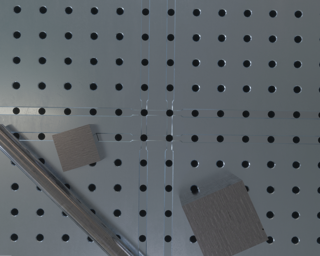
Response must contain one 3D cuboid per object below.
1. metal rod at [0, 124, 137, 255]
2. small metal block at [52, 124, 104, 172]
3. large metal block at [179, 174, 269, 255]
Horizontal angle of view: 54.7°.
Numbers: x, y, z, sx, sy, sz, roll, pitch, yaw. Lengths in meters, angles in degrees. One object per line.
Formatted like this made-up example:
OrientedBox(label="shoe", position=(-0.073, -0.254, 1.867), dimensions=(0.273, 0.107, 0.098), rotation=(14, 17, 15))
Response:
OrientedBox(label="metal rod", position=(-0.112, 0.109, 0.412), dimensions=(0.300, 0.025, 0.025), rotation=(45, 90, 0))
OrientedBox(label="small metal block", position=(-0.108, 0.026, 0.412), dimensions=(0.050, 0.025, 0.050), rotation=(-17, 90, 0))
OrientedBox(label="large metal block", position=(0.079, 0.116, 0.402), dimensions=(0.080, 0.050, 0.080), rotation=(-24, 90, 0))
